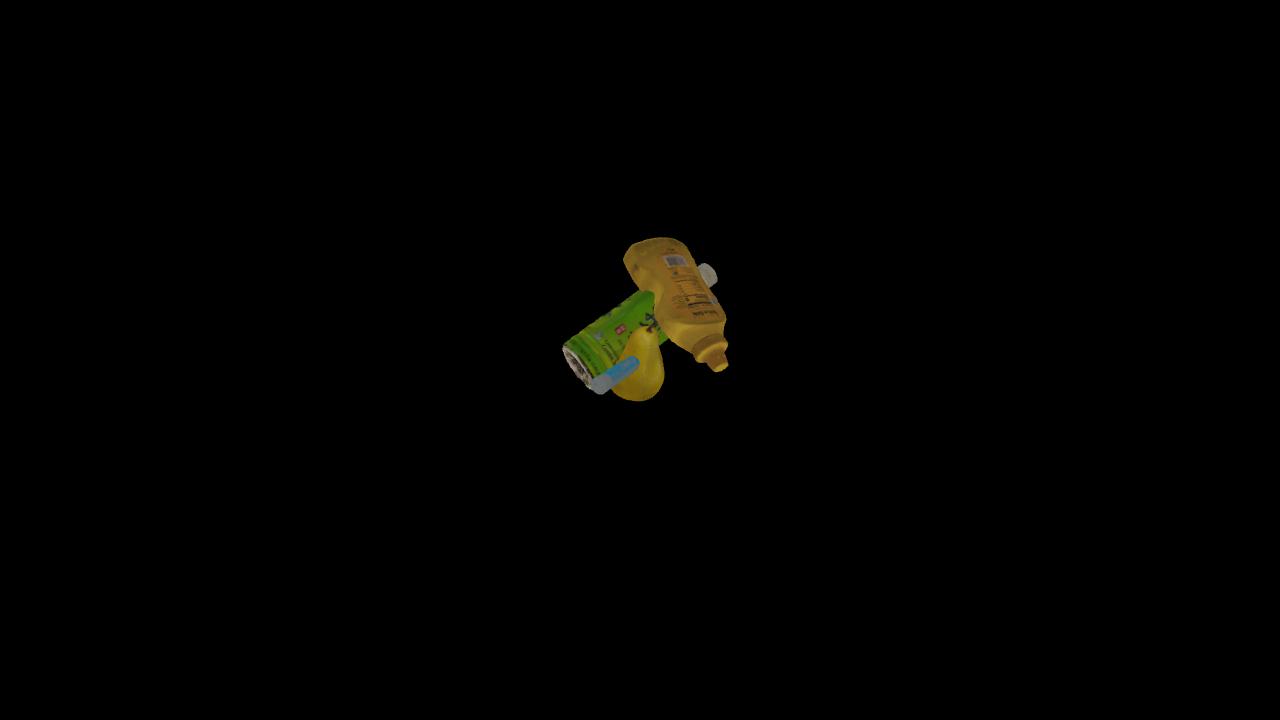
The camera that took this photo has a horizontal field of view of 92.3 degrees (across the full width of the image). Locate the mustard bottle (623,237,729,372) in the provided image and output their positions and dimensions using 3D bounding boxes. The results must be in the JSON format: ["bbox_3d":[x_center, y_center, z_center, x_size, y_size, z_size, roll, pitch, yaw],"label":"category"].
[{"bbox_3d":[0.055,-0.064,0.733,0.092,0.184,0.054,-5,-33,-41],"label":"mustard bottle"}]

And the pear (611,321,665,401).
[{"bbox_3d":[-0.002,-0.008,0.719,0.080,0.111,0.080,9,33,-6],"label":"pear"}]

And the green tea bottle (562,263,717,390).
[{"bbox_3d":[0.008,-0.049,0.747,0.212,0.073,0.073,-37,14,-19],"label":"green tea bottle"}]

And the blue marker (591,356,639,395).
[{"bbox_3d":[-0.015,0.009,0.681,0.020,0.020,0.121,0,17,28],"label":"blue marker"}]
